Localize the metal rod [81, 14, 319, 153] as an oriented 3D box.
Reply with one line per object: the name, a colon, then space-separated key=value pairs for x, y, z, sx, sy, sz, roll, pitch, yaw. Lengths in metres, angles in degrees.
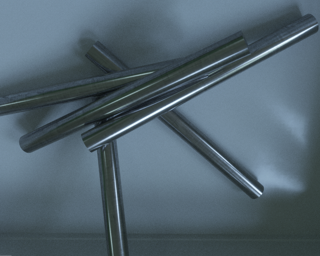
metal rod: x=0.047 y=-0.053 z=0.365 sx=0.301 sy=0.025 sz=0.025 roll=-28 pitch=108 yaw=-2

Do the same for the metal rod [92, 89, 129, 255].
metal rod: x=-0.056 y=0.098 z=0.376 sx=0.025 sy=0.025 sz=0.298 roll=-8 pitch=83 yaw=2

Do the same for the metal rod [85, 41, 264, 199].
metal rod: x=0.029 y=-0.002 z=0.410 sx=0.300 sy=0.025 sz=0.025 roll=40 pitch=105 yaw=-14

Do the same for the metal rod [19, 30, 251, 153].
metal rod: x=-0.047 y=-0.030 z=0.351 sx=0.300 sy=0.025 sz=0.025 roll=-22 pitch=110 yaw=23

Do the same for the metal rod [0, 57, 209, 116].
metal rod: x=-0.094 y=-0.046 z=0.372 sx=0.301 sy=0.025 sz=0.025 roll=-10 pitch=110 yaw=11
